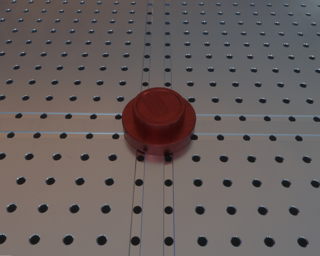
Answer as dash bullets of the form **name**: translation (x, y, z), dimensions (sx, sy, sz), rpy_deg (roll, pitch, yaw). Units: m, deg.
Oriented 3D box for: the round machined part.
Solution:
- **round machined part**: translation (-0.001, -0.016, 0.410), dimensions (0.099, 0.042, 0.098), rpy_deg (0, 50, 0)
